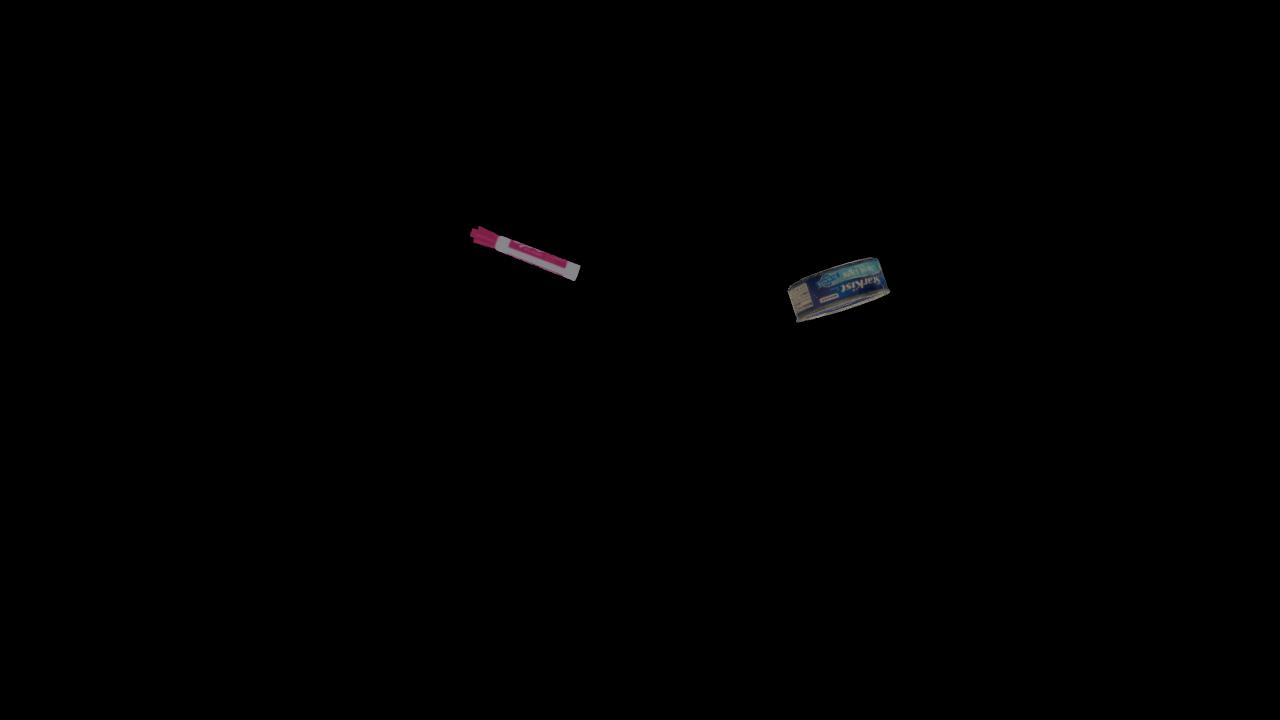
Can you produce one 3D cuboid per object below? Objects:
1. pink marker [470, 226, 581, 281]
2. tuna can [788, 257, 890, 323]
[{"bbox_3d":[-0.124,-0.116,0.666,0.121,0.020,0.020,20,-4,-12],"label":"pink marker"},{"bbox_3d":[0.177,-0.062,0.553,0.084,0.034,0.084,-16,-5,-1],"label":"tuna can"}]
